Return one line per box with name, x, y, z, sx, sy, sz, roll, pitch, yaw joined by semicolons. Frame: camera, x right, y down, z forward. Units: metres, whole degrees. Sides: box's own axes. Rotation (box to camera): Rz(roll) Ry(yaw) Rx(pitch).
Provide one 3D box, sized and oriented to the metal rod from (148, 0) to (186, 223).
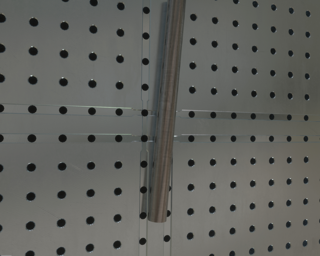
metal rod;0.010;-0.027;0.415;0.025;0.025;0.298;6;88;-20
